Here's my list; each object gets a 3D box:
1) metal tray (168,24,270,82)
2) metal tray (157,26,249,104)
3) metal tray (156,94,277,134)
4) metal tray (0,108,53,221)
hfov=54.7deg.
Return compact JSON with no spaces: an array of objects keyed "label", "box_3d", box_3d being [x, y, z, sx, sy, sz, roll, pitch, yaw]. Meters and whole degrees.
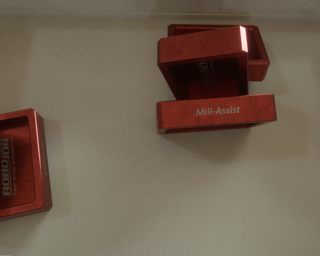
[{"label":"metal tray","box_3d":[0.076,-0.106,0.431,0.131,0.030,0.090,1,50,0]},{"label":"metal tray","box_3d":[0.057,-0.062,0.367,0.090,0.130,0.030,-5,70,14]},{"label":"metal tray","box_3d":[0.061,-0.014,0.378,0.131,0.090,0.030,-4,85,-2]},{"label":"metal tray","box_3d":[-0.191,0.047,0.387,0.091,0.030,0.130,-12,71,-5]}]
